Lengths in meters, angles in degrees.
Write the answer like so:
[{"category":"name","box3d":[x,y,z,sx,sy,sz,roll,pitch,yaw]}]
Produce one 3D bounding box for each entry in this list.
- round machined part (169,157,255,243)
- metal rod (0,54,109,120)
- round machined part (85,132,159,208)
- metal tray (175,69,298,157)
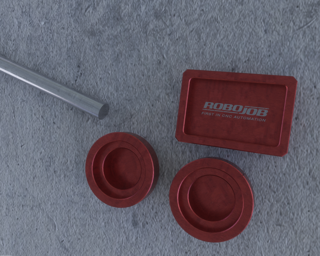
[{"category":"round machined part","box3d":[0.064,0.083,0.377,0.098,0.042,0.097,0,90,20]},{"category":"metal rod","box3d":[-0.209,-0.083,0.482,0.301,0.025,0.025,25,98,18]},{"category":"round machined part","box3d":[-0.047,0.054,0.416,0.098,0.042,0.097,0,90,20]},{"category":"metal tray","box3d":[0.089,-0.020,0.374,0.130,0.030,0.089,8,93,19]}]
